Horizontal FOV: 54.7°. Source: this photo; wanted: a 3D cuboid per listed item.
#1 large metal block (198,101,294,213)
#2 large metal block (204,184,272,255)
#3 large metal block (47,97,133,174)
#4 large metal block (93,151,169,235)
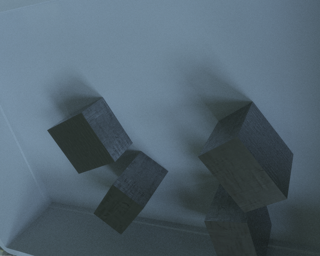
[{"bbox_3d":[0.097,0.030,0.340,0.050,0.080,0.080,-34,100,38],"label":"large metal block"},{"bbox_3d":[0.103,0.121,0.393,0.050,0.080,0.080,-8,115,31],"label":"large metal block"},{"bbox_3d":[-0.101,0.013,0.452,0.080,0.050,0.080,-21,108,35],"label":"large metal block"},{"bbox_3d":[-0.042,0.094,0.451,0.050,0.080,0.080,37,129,3],"label":"large metal block"}]
